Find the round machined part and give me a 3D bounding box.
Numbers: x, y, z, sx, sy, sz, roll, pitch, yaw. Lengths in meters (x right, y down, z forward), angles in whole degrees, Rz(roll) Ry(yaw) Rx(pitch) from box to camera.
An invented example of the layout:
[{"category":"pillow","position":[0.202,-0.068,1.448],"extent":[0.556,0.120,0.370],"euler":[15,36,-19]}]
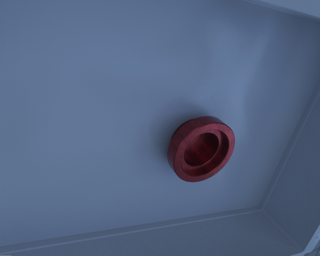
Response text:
[{"category":"round machined part","position":[0.054,0.026,0.442],"extent":[0.099,0.042,0.097],"euler":[-14,124,-21]}]
